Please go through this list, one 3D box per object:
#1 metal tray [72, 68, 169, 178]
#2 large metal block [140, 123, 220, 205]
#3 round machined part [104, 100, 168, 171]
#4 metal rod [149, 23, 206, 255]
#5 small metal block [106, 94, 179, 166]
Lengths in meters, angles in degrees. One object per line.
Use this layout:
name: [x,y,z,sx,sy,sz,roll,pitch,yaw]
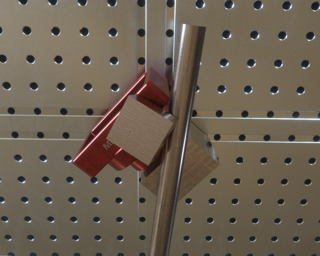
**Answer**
metal tray: [-0.045,-0.010,0.374,0.030,0.090,0.130,42,105,-14]
large metal block: [0.023,0.039,0.396,0.050,0.080,0.080,41,105,-14]
round machined part: [-0.022,0.014,0.384,0.042,0.098,0.098,41,105,-14]
metal rod: [0.013,0.041,0.343,0.025,0.025,0.298,6,110,-3]
small metal block: [-0.017,0.001,0.309,0.050,0.025,0.050,32,106,8]
